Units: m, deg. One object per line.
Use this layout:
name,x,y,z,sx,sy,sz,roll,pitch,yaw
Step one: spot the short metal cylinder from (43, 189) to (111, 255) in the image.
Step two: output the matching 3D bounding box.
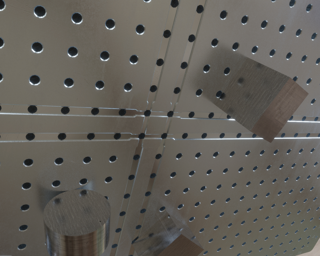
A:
short metal cylinder,-0.104,0.124,0.395,0.081,0.080,0.050,-7,122,-25

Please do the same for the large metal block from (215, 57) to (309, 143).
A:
large metal block,0.136,-0.039,0.425,0.050,0.080,0.080,24,105,-37

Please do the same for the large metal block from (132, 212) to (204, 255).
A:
large metal block,0.015,0.203,0.528,0.080,0.050,0.080,-43,130,1
